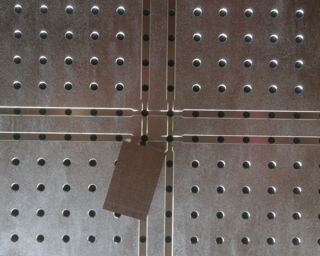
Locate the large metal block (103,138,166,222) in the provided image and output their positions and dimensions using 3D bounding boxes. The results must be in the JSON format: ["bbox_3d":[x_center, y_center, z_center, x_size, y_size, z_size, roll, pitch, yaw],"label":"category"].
[{"bbox_3d":[-0.028,0.059,0.386,0.050,0.080,0.080,17,90,0],"label":"large metal block"}]
